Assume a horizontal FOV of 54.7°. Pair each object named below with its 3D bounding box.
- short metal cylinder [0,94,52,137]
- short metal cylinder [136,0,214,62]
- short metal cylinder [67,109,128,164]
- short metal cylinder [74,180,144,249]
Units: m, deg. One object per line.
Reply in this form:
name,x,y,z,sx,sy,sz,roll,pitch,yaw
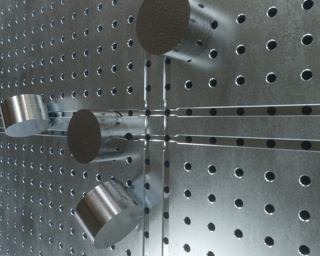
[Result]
short metal cylinder,-0.249,-0.022,0.575,0.080,0.081,0.050,-31,71,35
short metal cylinder,0.018,-0.125,0.377,0.080,0.050,0.079,0,90,39
short metal cylinder,-0.096,0.012,0.469,0.080,0.050,0.079,0,90,39
short metal cylinder,-0.069,0.119,0.428,0.050,0.081,0.080,43,116,31
